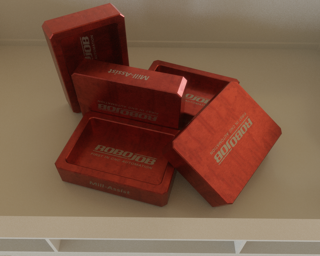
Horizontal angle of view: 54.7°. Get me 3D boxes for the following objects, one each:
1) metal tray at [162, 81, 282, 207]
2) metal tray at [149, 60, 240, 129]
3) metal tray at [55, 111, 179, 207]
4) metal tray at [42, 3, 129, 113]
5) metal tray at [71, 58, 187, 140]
[{"bbox_3d":[0.076,0.015,0.362,0.090,0.030,0.131,47,60,-1],"label":"metal tray"},{"bbox_3d":[0.037,-0.045,0.438,0.130,0.030,0.090,16,52,13],"label":"metal tray"},{"bbox_3d":[-0.044,0.033,0.370,0.131,0.030,0.090,12,51,10],"label":"metal tray"},{"bbox_3d":[-0.088,-0.086,0.405,0.091,0.129,0.030,-24,55,-19],"label":"metal tray"},{"bbox_3d":[-0.036,-0.032,0.386,0.131,0.089,0.030,12,51,9],"label":"metal tray"}]
